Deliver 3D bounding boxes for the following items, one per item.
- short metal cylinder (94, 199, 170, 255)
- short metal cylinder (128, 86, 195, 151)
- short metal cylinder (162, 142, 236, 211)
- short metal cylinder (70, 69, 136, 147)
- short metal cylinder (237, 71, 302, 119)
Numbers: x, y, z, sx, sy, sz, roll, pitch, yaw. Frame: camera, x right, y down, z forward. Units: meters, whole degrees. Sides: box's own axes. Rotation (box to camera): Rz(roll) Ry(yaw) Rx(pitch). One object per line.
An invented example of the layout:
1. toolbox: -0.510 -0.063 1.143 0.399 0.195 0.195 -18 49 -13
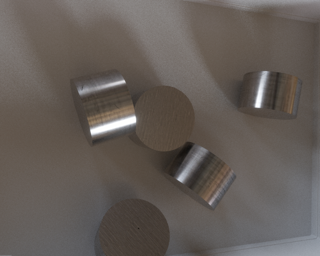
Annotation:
1. short metal cylinder: -0.034 0.131 0.367 0.081 0.050 0.080 9 55 -13
2. short metal cylinder: -0.003 -0.012 0.397 0.081 0.050 0.079 0 90 -21
3. short metal cylinder: 0.050 0.062 0.401 0.080 0.080 0.050 41 77 -16
4. short metal cylinder: -0.066 -0.024 0.357 0.050 0.080 0.080 -18 96 -19
5. short metal cylinder: 0.155 -0.045 0.440 0.081 0.080 0.050 12 86 -20
